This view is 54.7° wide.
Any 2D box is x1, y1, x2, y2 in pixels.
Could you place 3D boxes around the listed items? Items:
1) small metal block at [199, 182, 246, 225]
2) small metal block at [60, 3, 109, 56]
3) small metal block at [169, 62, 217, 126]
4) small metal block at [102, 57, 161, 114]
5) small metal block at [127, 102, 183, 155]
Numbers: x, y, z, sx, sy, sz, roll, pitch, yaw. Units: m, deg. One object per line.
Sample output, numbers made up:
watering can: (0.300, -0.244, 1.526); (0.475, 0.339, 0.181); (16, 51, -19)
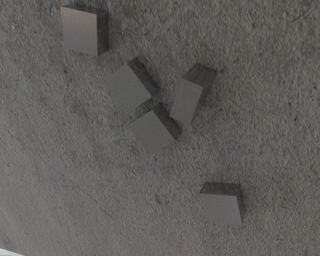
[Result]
small metal block: (0.087, 0.103, 0.425); (0.050, 0.025, 0.050); (-2, 118, 29)
small metal block: (-0.091, -0.121, 0.380); (0.050, 0.025, 0.050); (18, 126, 17)
small metal block: (0.038, -0.039, 0.347); (0.025, 0.050, 0.050); (25, 128, 12)
small metal block: (-0.036, -0.053, 0.393); (0.050, 0.025, 0.050); (-30, 102, 37)
small metal block: (-0.007, 0.001, 0.411); (0.050, 0.025, 0.050); (-30, 102, 38)
